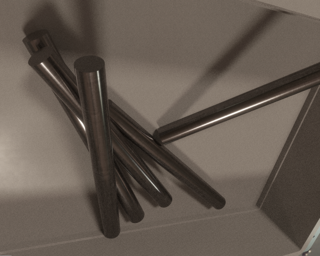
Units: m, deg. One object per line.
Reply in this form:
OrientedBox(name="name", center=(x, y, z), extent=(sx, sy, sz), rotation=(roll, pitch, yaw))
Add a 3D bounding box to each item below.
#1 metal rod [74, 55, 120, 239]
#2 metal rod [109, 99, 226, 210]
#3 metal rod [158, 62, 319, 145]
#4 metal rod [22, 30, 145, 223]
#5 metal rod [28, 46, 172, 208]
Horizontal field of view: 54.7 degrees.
OrientedBox(name="metal rod", center=(-0.065, 0.051, 0.361), extent=(0.025, 0.025, 0.298), rotation=(-17, 139, -19))
OrientedBox(name="metal rod", center=(0.020, 0.055, 0.455), extent=(0.025, 0.025, 0.300), rotation=(-45, 130, 3))
OrientedBox(name="metal rod", center=(0.137, -0.043, 0.380), extent=(0.300, 0.025, 0.025), rotation=(-22, 132, 16))
OrientedBox(name="metal rod", center=(-0.076, 0.024, 0.382), extent=(0.025, 0.025, 0.299), rotation=(-29, 129, -11))
OrientedBox(name="metal rod", center=(-0.048, 0.025, 0.377), extent=(0.025, 0.025, 0.299), rotation=(-37, 136, -4))
